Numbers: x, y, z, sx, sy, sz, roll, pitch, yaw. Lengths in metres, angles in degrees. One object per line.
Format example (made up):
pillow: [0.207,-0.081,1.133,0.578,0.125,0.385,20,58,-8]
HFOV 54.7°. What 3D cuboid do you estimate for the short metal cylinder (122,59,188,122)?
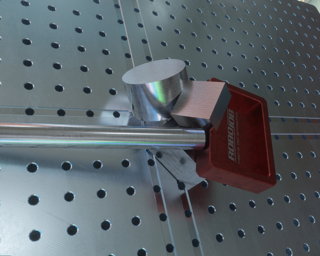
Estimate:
short metal cylinder: [-0.002,-0.050,0.396,0.080,0.080,0.050,-40,128,-39]

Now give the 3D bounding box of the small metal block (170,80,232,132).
small metal block: [0.048,-0.027,0.359,0.025,0.050,0.050,50,58,-46]

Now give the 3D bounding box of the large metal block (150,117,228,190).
large metal block: [0.042,0.019,0.403,0.080,0.050,0.080,46,51,3]

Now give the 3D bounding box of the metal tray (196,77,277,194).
metal tray: [0.093,0.007,0.385,0.091,0.030,0.130,19,54,-17]

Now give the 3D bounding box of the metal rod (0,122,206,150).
metal rod: [-0.099,0.008,0.313,0.302,0.025,0.025,2,60,-15]
